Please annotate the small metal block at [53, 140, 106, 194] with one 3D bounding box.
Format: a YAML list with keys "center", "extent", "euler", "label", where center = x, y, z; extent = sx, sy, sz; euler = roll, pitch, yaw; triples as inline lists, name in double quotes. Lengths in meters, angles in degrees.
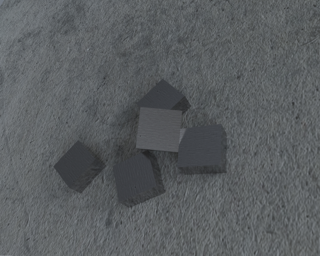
- center: [-0.112, 0.053, 0.430]
  extent: [0.050, 0.025, 0.050]
  euler: [-48, 51, -6]
  label: "small metal block"

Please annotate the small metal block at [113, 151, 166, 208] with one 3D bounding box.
- center: [-0.026, 0.062, 0.379]
  extent: [0.050, 0.025, 0.050]
  euler: [-26, 53, 12]
  label: "small metal block"

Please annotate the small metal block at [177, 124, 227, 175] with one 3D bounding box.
- center: [0.050, 0.026, 0.362]
  extent: [0.050, 0.025, 0.050]
  euler: [-7, 59, 24]
  label: "small metal block"

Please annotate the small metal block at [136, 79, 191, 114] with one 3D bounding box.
- center: [0.005, -0.032, 0.421]
  extent: [0.050, 0.025, 0.050]
  euler: [-44, 51, -3]
  label: "small metal block"

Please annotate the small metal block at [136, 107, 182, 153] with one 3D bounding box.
- center: [0.000, 0.003, 0.380]
  extent: [0.050, 0.025, 0.050]
  euler: [5, 82, 3]
  label: "small metal block"
